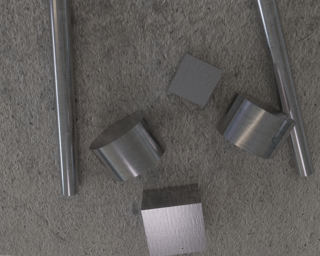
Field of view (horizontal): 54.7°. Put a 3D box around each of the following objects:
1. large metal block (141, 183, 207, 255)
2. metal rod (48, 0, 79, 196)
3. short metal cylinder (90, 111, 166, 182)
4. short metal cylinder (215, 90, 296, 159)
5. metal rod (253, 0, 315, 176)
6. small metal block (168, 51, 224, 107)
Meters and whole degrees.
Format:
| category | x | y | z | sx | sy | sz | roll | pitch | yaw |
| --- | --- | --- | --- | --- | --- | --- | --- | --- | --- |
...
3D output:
| category | x | y | z | sx | sy | sz | roll | pitch | yaw |
| --- | --- | --- | --- | --- | --- | --- | --- | --- | --- |
| large metal block | 0.021 | 0.132 | 0.445 | 0.080 | 0.050 | 0.079 | -8 | 110 | 2 |
| metal rod | -0.120 | -0.050 | 0.390 | 0.025 | 0.025 | 0.298 | 3 | 110 | -1 |
| short metal cylinder | -0.039 | 0.021 | 0.388 | 0.080 | 0.080 | 0.050 | -29 | 108 | 10 |
| short metal cylinder | 0.116 | -0.005 | 0.380 | 0.080 | 0.080 | 0.050 | 24 | 108 | -9 |
| metal rod | 0.151 | -0.070 | 0.385 | 0.025 | 0.025 | 0.299 | -19 | 109 | 7 |
| small metal block | 0.043 | -0.061 | 0.388 | 0.050 | 0.025 | 0.050 | 24 | 108 | -9 |
